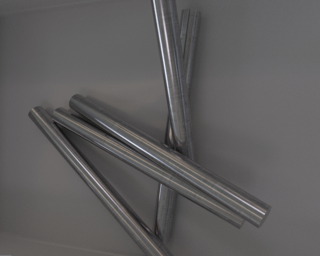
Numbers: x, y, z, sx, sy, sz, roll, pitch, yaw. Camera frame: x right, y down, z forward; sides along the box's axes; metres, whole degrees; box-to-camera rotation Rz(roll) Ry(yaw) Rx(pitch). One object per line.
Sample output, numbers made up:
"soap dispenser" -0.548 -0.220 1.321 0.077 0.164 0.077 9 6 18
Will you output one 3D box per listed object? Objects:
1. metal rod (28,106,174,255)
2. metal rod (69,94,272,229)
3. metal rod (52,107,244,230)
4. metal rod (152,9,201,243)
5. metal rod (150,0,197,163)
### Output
"metal rod" -0.089 0.073 0.427 0.300 0.025 0.025 43 104 20
"metal rod" -0.010 0.024 0.378 0.300 0.025 0.025 29 100 31
"metal rod" -0.030 0.039 0.399 0.300 0.025 0.025 26 99 26
"metal rod" 0.020 0.000 0.403 0.025 0.025 0.298 9 93 20
"metal rod" 0.015 -0.063 0.339 0.025 0.025 0.298 -1 115 20
